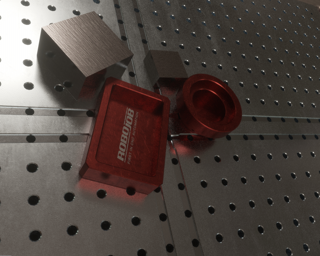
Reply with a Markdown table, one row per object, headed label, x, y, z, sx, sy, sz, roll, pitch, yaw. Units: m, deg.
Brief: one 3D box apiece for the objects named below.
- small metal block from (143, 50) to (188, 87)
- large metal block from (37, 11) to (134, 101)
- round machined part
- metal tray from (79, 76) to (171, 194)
| label | x | y | z | sx | sy | sz | roll | pitch | yaw |
| --- | --- | --- | --- | --- | --- | --- | --- | --- | --- |
| small metal block | 0.009 | -0.089 | 0.469 | 0.050 | 0.025 | 0.050 | -5 | 64 | -31 |
| large metal block | -0.096 | -0.095 | 0.399 | 0.080 | 0.050 | 0.080 | 48 | 51 | 5 |
| round machined part | 0.067 | -0.028 | 0.452 | 0.099 | 0.042 | 0.098 | 14 | 56 | -21 |
| metal tray | -0.038 | 0.007 | 0.381 | 0.091 | 0.030 | 0.130 | 19 | 54 | -18 |
